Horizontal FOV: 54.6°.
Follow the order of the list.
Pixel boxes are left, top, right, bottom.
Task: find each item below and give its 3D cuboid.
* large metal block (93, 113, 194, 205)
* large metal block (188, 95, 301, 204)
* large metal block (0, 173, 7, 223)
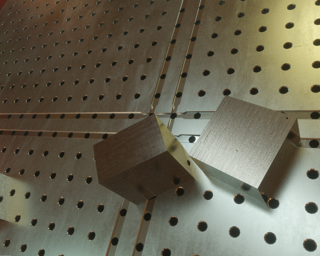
[{"bbox_3d":[-0.018,0.040,0.359,0.080,0.080,0.050,-27,52,11],"label":"large metal block"},{"bbox_3d":[0.091,0.021,0.332,0.080,0.050,0.080,24,75,36],"label":"large metal block"},{"bbox_3d":[-0.287,0.115,0.474,0.080,0.050,0.080,-29,52,10],"label":"large metal block"}]
